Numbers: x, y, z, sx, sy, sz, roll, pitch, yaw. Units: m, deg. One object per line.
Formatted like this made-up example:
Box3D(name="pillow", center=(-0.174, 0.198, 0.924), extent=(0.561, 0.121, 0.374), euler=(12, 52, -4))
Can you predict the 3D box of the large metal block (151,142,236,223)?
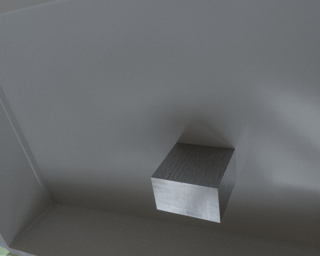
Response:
Box3D(name="large metal block", center=(0.046, 0.064, 0.389), extent=(0.080, 0.080, 0.050), euler=(5, 121, 25))
